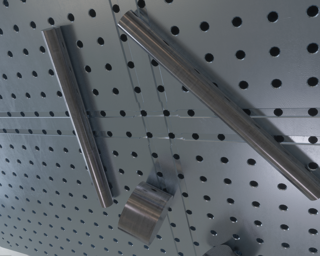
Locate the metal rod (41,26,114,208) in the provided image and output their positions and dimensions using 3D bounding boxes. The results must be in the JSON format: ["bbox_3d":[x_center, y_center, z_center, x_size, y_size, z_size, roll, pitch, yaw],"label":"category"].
[{"bbox_3d":[-0.118,0.000,0.473,0.025,0.025,0.298,4,120,26],"label":"metal rod"}]

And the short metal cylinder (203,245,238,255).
[{"bbox_3d":[0.093,0.225,0.466,0.050,0.080,0.080,49,129,-6],"label":"short metal cylinder"}]

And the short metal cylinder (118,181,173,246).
[{"bbox_3d":[-0.020,0.127,0.465,0.050,0.080,0.079,24,127,13],"label":"short metal cylinder"}]

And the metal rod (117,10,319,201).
[{"bbox_3d":[0.072,-0.025,0.357,0.300,0.025,0.025,42,129,-1],"label":"metal rod"}]
